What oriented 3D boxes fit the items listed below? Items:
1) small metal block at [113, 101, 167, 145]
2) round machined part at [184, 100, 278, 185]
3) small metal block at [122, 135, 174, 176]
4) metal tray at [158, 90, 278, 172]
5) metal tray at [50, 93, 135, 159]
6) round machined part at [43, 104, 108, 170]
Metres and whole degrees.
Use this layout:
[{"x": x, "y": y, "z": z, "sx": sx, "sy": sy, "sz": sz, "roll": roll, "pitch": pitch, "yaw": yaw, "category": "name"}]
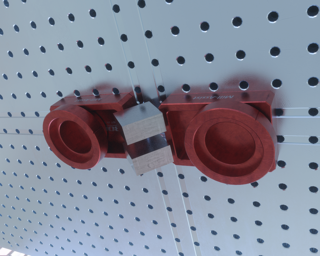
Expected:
[{"x": -0.026, "y": -0.008, "z": 0.386, "sx": 0.050, "sy": 0.050, "sz": 0.025, "roll": -135, "pitch": 28, "yaw": -61, "category": "small metal block"}, {"x": 0.081, "y": 0.013, "z": 0.349, "sx": 0.098, "sy": 0.042, "sz": 0.097, "roll": 13, "pitch": 124, "yaw": 21, "category": "round machined part"}, {"x": -0.017, "y": 0.032, "z": 0.404, "sx": 0.050, "sy": 0.050, "sz": 0.025, "roll": -135, "pitch": 28, "yaw": -61, "category": "small metal block"}, {"x": 0.070, "y": 0.004, "z": 0.374, "sx": 0.130, "sy": 0.030, "sz": 0.089, "roll": 1, "pitch": 119, "yaw": 27, "category": "metal tray"}, {"x": -0.090, "y": -0.001, "z": 0.456, "sx": 0.130, "sy": 0.030, "sz": 0.089, "roll": -1, "pitch": 120, "yaw": 28, "category": "metal tray"}, {"x": -0.117, "y": 0.009, "z": 0.451, "sx": 0.098, "sy": 0.042, "sz": 0.097, "roll": 13, "pitch": 124, "yaw": 21, "category": "round machined part"}]
